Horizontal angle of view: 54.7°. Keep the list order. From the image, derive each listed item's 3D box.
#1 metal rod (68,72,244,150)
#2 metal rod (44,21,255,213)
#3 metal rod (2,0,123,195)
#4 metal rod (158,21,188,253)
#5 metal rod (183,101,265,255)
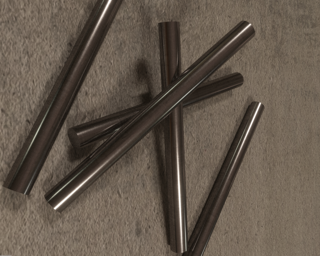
[{"bbox_3d":[0.018,-0.034,0.422,0.302,0.025,0.025,-23,105,-38],"label":"metal rod"},{"bbox_3d":[-0.001,-0.022,0.348,0.301,0.025,0.025,-43,118,-12],"label":"metal rod"},{"bbox_3d":[-0.085,-0.075,0.334,0.025,0.025,0.299,33,69,-36],"label":"metal rod"},{"bbox_3d":[0.019,0.021,0.396,0.025,0.025,0.298,-14,107,-39],"label":"metal rod"},{"bbox_3d":[0.106,0.081,0.496,0.025,0.025,0.300,44,63,-32],"label":"metal rod"}]
